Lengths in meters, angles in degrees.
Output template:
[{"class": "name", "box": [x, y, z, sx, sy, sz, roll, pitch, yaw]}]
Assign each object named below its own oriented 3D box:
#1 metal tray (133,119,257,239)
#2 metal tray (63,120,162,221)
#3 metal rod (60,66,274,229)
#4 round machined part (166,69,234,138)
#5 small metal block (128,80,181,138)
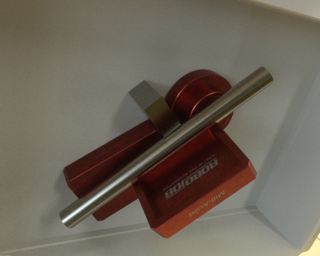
[{"class": "metal tray", "box": [0.036, 0.057, 0.372, 0.130, 0.090, 0.030, -35, 132, 3]}, {"class": "metal tray", "box": [-0.048, 0.058, 0.415, 0.131, 0.030, 0.090, -31, 129, -9]}, {"class": "metal rod", "box": [0.008, 0.024, 0.376, 0.301, 0.025, 0.025, -36, 130, 1]}, {"class": "round machined part", "box": [0.059, -0.025, 0.414, 0.099, 0.042, 0.097, -14, 125, -21]}, {"class": "small metal block", "box": [-0.007, -0.024, 0.374, 0.025, 0.050, 0.050, -38, 130, -3]}]
